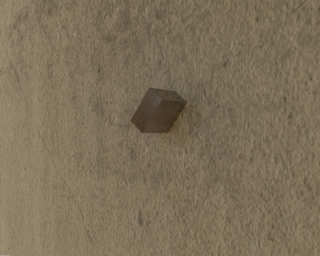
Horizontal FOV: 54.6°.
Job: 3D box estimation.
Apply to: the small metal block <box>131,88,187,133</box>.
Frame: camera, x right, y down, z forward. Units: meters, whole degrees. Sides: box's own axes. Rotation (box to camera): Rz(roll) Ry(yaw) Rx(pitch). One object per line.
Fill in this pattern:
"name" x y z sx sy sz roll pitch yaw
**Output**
"small metal block" -0.001 -0.021 0.390 0.025 0.050 0.050 46 118 30
